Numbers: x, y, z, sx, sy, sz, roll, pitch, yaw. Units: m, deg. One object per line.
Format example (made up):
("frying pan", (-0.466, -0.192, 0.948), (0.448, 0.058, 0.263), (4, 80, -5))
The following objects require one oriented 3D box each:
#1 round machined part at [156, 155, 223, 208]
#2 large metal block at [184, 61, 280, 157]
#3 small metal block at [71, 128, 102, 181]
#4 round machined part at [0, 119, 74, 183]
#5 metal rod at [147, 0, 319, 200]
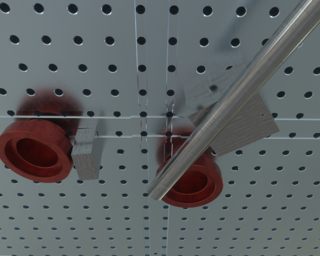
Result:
("round machined part", (0.042, 0.073, 0.463), (0.099, 0.042, 0.097), (0, 130, 0))
("large metal block", (0.087, -0.021, 0.378), (0.080, 0.050, 0.080), (-27, 126, 21))
("small metal block", (-0.099, 0.036, 0.424), (0.025, 0.050, 0.050), (-4, 130, 0))
("round machined part", (-0.160, 0.027, 0.415), (0.099, 0.042, 0.097), (5, 132, 6))
("metal rod", (0.066, -0.013, 0.335), (0.025, 0.025, 0.298), (23, 126, -18))
